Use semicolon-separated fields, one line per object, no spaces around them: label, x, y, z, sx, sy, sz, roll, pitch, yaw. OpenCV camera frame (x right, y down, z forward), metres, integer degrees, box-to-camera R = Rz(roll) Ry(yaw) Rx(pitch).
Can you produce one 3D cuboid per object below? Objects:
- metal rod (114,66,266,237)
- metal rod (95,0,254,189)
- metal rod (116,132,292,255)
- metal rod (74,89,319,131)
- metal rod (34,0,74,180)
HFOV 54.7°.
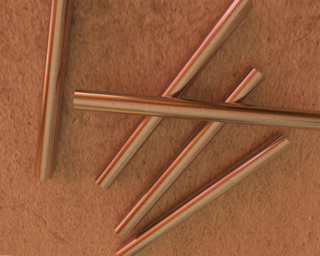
metal rod;0.032;0.042;0.425;0.025;0.025;0.299;35;106;-13
metal rod;0.009;-0.035;0.396;0.025;0.025;0.299;35;106;-12
metal rod;0.055;0.106;0.449;0.300;0.025;0.025;-38;106;12
metal rod;0.051;-0.021;0.374;0.302;0.025;0.025;5;110;-3
metal rod;-0.130;-0.071;0.381;0.025;0.025;0.298;12;110;-5
